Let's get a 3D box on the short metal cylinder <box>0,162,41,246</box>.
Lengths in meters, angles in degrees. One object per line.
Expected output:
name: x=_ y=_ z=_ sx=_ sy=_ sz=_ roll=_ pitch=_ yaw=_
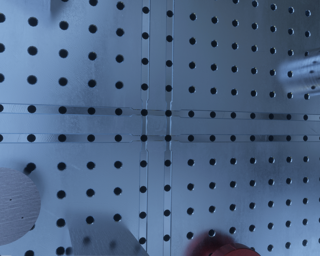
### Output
short metal cylinder: x=-0.172 y=0.079 z=0.336 sx=0.081 sy=0.050 sz=0.080 roll=0 pitch=90 yaw=-20

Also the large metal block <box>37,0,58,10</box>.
large metal block: x=-0.139 y=-0.185 z=0.332 sx=0.080 sy=0.080 sz=0.050 roll=34 pitch=79 yaw=-17

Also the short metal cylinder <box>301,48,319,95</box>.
short metal cylinder: x=0.280 y=-0.095 z=0.502 sx=0.081 sy=0.050 sz=0.080 roll=0 pitch=90 yaw=-20

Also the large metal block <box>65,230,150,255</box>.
large metal block: x=-0.066 y=0.158 z=0.359 sx=0.081 sy=0.080 sz=0.050 roll=9 pitch=87 yaw=-20

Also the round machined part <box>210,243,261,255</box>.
round machined part: x=0.101 y=0.212 z=0.441 sx=0.099 sy=0.042 sz=0.097 roll=0 pitch=90 yaw=-20
